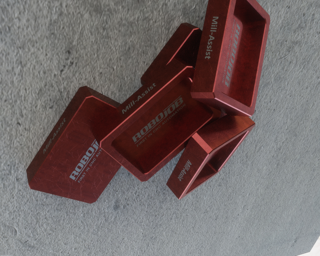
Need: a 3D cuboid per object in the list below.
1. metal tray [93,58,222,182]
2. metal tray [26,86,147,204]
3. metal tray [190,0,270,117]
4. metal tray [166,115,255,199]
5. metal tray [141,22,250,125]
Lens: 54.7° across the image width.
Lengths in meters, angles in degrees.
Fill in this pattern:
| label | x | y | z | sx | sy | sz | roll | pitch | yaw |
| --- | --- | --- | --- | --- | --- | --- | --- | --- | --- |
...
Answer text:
| label | x | y | z | sx | sy | sz | roll | pitch | yaw |
| --- | --- | --- | --- | --- | --- | --- | --- | --- | --- |
| metal tray | 0.000 | -0.006 | 0.364 | 0.130 | 0.030 | 0.090 | -41 | 130 | 0 |
| metal tray | -0.086 | 0.025 | 0.373 | 0.090 | 0.030 | 0.130 | 28 | 103 | -38 |
| metal tray | 0.084 | -0.086 | 0.356 | 0.091 | 0.030 | 0.129 | 17 | 82 | -46 |
| metal tray | 0.066 | 0.038 | 0.422 | 0.091 | 0.030 | 0.129 | -27 | 154 | -32 |
| metal tray | 0.051 | -0.059 | 0.398 | 0.131 | 0.030 | 0.090 | 30 | 101 | -38 |
